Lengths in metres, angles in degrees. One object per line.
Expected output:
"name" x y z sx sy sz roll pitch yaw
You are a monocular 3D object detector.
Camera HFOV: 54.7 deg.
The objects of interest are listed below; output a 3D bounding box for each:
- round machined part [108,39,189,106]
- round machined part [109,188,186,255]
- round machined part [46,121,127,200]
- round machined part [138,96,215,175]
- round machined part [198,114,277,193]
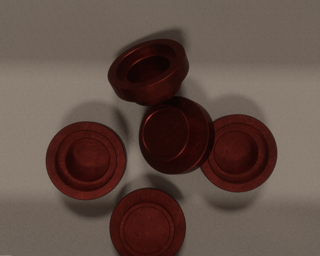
"round machined part" -0.011 -0.065 0.385 0.098 0.098 0.042 -25 133 -1
"round machined part" -0.016 0.127 0.397 0.099 0.042 0.097 0 82 0
"round machined part" -0.091 0.040 0.402 0.099 0.042 0.097 0 90 -1
"round machined part" 0.014 0.008 0.381 0.098 0.042 0.097 -5 80 30
"round machined part" 0.097 0.031 0.404 0.099 0.042 0.097 0 90 -1
